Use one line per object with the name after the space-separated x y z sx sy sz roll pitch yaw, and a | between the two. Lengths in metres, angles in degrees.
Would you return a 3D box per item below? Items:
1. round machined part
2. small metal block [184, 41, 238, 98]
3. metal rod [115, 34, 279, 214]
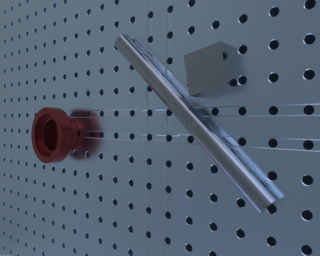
-0.184 0.012 0.550 0.098 0.042 0.097 0 90 40 | round machined part
0.059 -0.066 0.361 0.050 0.025 0.050 -13 82 39 | small metal block
0.028 -0.023 0.386 0.300 0.025 0.025 51 120 27 | metal rod
